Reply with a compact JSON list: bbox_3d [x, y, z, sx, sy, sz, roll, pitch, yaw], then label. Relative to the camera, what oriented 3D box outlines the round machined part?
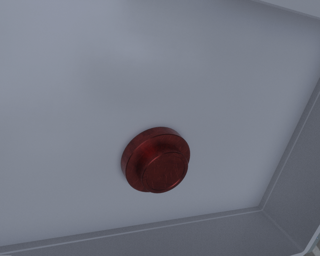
[{"bbox_3d":[-0.001,0.051,0.428,0.099,0.042,0.097,-14,124,-21],"label":"round machined part"}]
